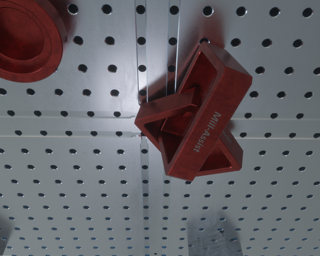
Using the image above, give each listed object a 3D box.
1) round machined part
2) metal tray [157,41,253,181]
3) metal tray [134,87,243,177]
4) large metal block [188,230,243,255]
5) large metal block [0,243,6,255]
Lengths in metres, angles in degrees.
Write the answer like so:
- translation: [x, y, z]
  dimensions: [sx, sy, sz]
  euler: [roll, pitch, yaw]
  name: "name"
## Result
- translation: [-0.144, -0.098, 0.315]
  dimensions: [0.099, 0.042, 0.097]
  euler: [0, 130, 0]
  name: "round machined part"
- translation: [0.040, -0.019, 0.337]
  dimensions: [0.030, 0.090, 0.129]
  euler: [18, 117, -17]
  name: "metal tray"
- translation: [0.040, 0.013, 0.403]
  dimensions: [0.090, 0.030, 0.130]
  euler: [-15, 131, 34]
  name: "metal tray"
- translation: [0.112, 0.255, 0.613]
  dimensions: [0.080, 0.050, 0.080]
  euler: [-28, 125, 21]
  name: "large metal block"
- translation: [-0.367, 0.242, 0.598]
  dimensions: [0.080, 0.050, 0.080]
  euler: [-18, 128, 15]
  name: "large metal block"
